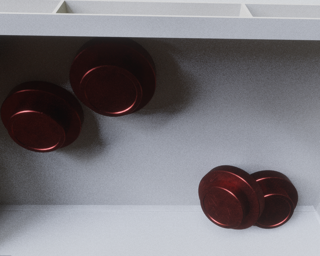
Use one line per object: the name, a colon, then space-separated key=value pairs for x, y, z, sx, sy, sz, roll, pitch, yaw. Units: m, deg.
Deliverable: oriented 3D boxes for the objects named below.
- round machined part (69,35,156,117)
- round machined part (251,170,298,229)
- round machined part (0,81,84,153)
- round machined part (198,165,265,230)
round machined part: x=-0.053 y=-0.051 z=0.354 sx=0.099 sy=0.042 sz=0.097 roll=-1 pitch=130 yaw=0
round machined part: x=0.169 y=0.119 z=0.486 sx=0.099 sy=0.042 sz=0.097 roll=-1 pitch=115 yaw=-2
round machined part: x=-0.150 y=-0.007 z=0.390 sx=0.099 sy=0.042 sz=0.097 roll=-1 pitch=130 yaw=0
round machined part: x=0.099 y=0.108 z=0.458 sx=0.098 sy=0.042 sz=0.097 roll=16 pitch=118 yaw=32
